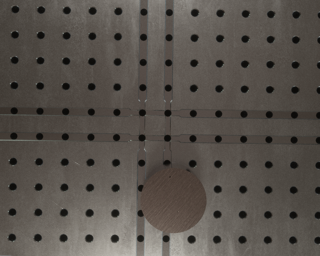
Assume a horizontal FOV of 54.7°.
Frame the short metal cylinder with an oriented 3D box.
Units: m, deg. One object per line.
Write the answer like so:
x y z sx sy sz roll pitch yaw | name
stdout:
0.016 0.088 0.401 0.081 0.050 0.079 0 90 -1 | short metal cylinder
